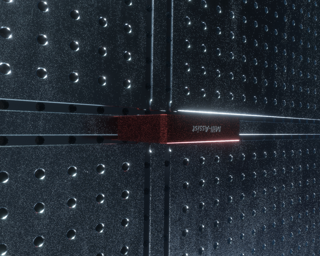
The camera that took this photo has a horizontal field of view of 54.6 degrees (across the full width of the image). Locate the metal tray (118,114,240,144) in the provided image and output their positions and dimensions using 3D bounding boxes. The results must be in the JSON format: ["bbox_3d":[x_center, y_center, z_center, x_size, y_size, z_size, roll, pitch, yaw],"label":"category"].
[{"bbox_3d":[0.025,0.001,0.386,0.131,0.090,0.030,0,90,-40],"label":"metal tray"}]
